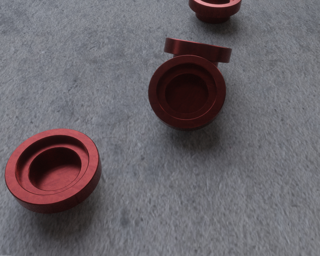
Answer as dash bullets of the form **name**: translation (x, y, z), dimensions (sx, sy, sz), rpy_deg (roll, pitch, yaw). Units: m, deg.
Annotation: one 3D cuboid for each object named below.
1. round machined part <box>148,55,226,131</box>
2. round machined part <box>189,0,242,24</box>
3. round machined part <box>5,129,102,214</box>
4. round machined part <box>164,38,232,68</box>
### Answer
- **round machined part**: translation (0.036, -0.043, 0.412), dimensions (0.099, 0.042, 0.098), rpy_deg (-1, 78, 7)
- **round machined part**: translation (0.104, -0.236, 0.592), dimensions (0.099, 0.042, 0.098), rpy_deg (0, 50, 0)
- **round machined part**: translation (-0.115, 0.051, 0.348), dimensions (0.099, 0.042, 0.098), rpy_deg (0, 50, 0)
- **round machined part**: translation (0.054, -0.105, 0.462), dimensions (0.099, 0.042, 0.098), rpy_deg (9, 16, -2)
